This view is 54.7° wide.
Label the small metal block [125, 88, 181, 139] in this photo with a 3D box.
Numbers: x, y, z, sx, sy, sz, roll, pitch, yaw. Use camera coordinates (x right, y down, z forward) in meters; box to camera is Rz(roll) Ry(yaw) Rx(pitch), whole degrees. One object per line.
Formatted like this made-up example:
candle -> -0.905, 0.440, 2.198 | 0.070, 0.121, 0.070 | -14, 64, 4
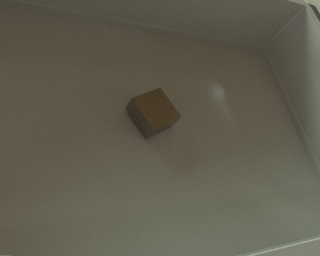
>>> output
small metal block -> -0.009, -0.020, 0.410 | 0.050, 0.025, 0.050 | -26, 76, -37
